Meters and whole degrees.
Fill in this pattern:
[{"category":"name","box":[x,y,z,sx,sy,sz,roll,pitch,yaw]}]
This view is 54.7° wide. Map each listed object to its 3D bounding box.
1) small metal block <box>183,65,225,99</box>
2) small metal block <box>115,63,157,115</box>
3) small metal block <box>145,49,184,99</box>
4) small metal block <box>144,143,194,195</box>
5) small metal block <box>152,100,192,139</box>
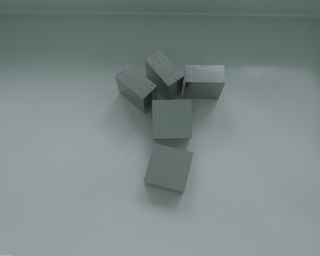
[{"category":"small metal block","box":[0.058,-0.061,0.419,0.050,0.050,0.025,1,70,0]},{"category":"small metal block","box":[-0.031,-0.051,0.415,0.050,0.050,0.025,40,75,13]},{"category":"small metal block","box":[0.006,-0.069,0.422,0.025,0.050,0.050,-36,74,-12]},{"category":"small metal block","box":[0.011,0.052,0.391,0.050,0.025,0.050,14,71,5]},{"category":"small metal block","box":[0.015,-0.010,0.407,0.050,0.025,0.050,-1,85,-1]}]
